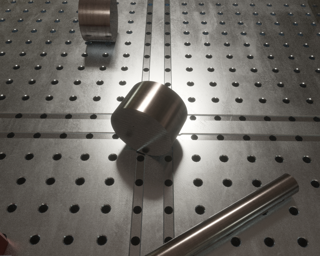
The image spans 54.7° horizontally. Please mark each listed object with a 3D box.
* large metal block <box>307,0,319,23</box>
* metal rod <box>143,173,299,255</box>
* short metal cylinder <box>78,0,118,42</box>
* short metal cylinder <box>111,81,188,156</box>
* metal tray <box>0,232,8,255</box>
[{"bbox_3d":[0.348,-0.247,0.604,0.081,0.050,0.080,2,50,1],"label":"large metal block"},{"bbox_3d":[0.019,0.121,0.306,0.302,0.025,0.025,-24,54,-19],"label":"metal rod"},{"bbox_3d":[-0.103,-0.189,0.529,0.050,0.080,0.080,2,50,1],"label":"short metal cylinder"},{"bbox_3d":[-0.013,-0.011,0.381,0.080,0.080,0.050,19,53,15],"label":"short metal cylinder"},{"bbox_3d":[-0.209,0.151,0.274,0.091,0.030,0.130,5,50,4],"label":"metal tray"}]
